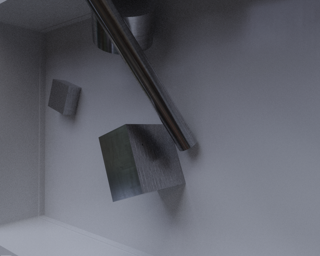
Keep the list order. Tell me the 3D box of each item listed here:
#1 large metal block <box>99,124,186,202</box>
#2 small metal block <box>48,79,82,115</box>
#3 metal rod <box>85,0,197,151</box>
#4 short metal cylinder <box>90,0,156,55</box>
[{"bbox_3d":[-0.021,0.041,0.387,0.050,0.081,0.080,-24,75,37],"label":"large metal block"},{"bbox_3d":[-0.167,-0.054,0.542,0.050,0.025,0.050,25,106,37],"label":"small metal block"},{"bbox_3d":[-0.043,-0.102,0.347,0.025,0.025,0.299,-22,106,38],"label":"metal rod"},{"bbox_3d":[-0.047,-0.137,0.399,0.080,0.081,0.050,43,145,31],"label":"short metal cylinder"}]
